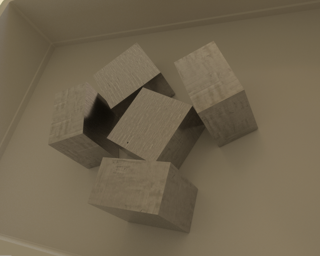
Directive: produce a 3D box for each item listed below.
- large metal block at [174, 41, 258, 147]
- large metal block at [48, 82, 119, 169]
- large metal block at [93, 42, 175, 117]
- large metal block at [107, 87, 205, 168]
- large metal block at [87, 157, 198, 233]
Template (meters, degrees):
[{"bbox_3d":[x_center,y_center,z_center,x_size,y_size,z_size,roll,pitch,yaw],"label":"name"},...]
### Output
[{"bbox_3d":[0.065,-0.037,0.356,0.050,0.080,0.080,-27,53,11],"label":"large metal block"},{"bbox_3d":[-0.099,-0.001,0.420,0.050,0.080,0.080,-17,55,18],"label":"large metal block"},{"bbox_3d":[-0.038,-0.063,0.444,0.080,0.050,0.080,-36,51,4],"label":"large metal block"},{"bbox_3d":[-0.004,0.005,0.386,0.080,0.050,0.080,25,75,36],"label":"large metal block"},{"bbox_3d":[-0.015,0.072,0.332,0.080,0.080,0.050,1,62,28],"label":"large metal block"}]
